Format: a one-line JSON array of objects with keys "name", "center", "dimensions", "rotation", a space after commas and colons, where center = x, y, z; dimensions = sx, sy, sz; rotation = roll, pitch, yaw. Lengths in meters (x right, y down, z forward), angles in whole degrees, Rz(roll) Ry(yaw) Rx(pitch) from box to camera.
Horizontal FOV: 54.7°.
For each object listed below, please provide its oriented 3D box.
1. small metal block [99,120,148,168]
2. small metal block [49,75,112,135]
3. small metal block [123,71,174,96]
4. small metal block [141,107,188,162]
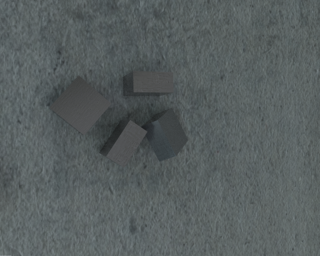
[{"name": "small metal block", "center": [-0.046, 0.018, 0.379], "dimensions": [0.025, 0.050, 0.050], "rotation": [35, 79, -17]}, {"name": "small metal block", "center": [-0.096, -0.026, 0.374], "dimensions": [0.050, 0.025, 0.050], "rotation": [42, 77, -16]}, {"name": "small metal block", "center": [-0.016, -0.055, 0.391], "dimensions": [0.050, 0.050, 0.025], "rotation": [-2, 91, -20]}, {"name": "small metal block", "center": [0.008, 0.007, 0.398], "dimensions": [0.050, 0.025, 0.050], "rotation": [63, 29, -10]}]
